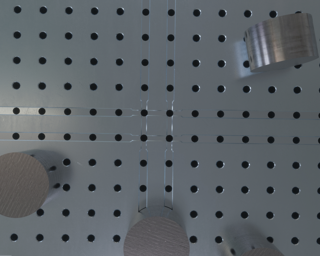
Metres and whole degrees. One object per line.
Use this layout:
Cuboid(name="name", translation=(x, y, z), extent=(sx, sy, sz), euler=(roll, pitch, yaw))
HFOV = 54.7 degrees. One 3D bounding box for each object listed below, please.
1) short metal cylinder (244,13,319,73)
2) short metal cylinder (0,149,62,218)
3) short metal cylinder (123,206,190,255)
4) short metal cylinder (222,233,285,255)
Cuboid(name="short metal cylinder", translation=(0.150, -0.103, 0.387), extent=(0.080, 0.080, 0.050), euler=(-10, 90, 0))
Cuboid(name="short metal cylinder", translation=(-0.174, 0.069, 0.399), extent=(0.081, 0.050, 0.079), euler=(0, 90, 0))
Cuboid(name="short metal cylinder", translation=(-0.004, 0.147, 0.401), extent=(0.081, 0.050, 0.079), euler=(0, 90, 0))
Cuboid(name="short metal cylinder", translation=(0.125, 0.185, 0.402), extent=(0.081, 0.050, 0.079), euler=(0, 90, 0))
